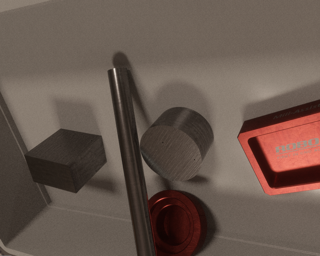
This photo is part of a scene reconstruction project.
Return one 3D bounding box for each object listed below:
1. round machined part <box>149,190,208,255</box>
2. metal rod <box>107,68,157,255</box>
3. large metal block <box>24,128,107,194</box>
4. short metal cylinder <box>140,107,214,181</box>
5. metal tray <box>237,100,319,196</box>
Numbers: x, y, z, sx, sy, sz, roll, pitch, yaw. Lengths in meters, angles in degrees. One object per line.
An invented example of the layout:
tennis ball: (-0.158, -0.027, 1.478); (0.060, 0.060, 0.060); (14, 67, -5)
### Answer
round machined part: (0.024, 0.140, 0.450); (0.098, 0.042, 0.098); (-8, 73, 30)
metal rod: (-0.030, 0.074, 0.392); (0.025, 0.025, 0.298); (-9, 90, 32)
large metal block: (-0.141, 0.047, 0.474); (0.080, 0.080, 0.050); (9, 122, 23)
short metal cylinder: (0.022, 0.020, 0.392); (0.080, 0.050, 0.079); (13, 124, 20)
metal tray: (0.162, 0.021, 0.332); (0.130, 0.030, 0.090); (-18, 109, 35)
